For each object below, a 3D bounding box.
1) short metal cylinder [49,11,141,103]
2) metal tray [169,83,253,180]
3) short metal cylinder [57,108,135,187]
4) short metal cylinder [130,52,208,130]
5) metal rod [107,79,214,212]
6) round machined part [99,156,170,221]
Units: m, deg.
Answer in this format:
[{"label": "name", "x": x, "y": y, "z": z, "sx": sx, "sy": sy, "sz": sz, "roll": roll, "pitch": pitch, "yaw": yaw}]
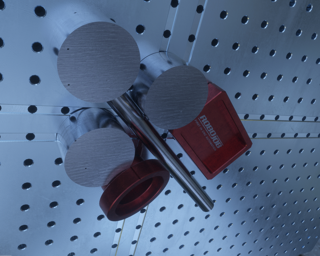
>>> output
[{"label": "short metal cylinder", "x": -0.067, "y": -0.072, "z": 0.314, "sx": 0.081, "sy": 0.050, "sz": 0.079, "roll": -14, "pitch": 124, "yaw": -21}, {"label": "metal tray", "x": 0.074, "y": 0.009, "z": 0.453, "sx": 0.090, "sy": 0.030, "sz": 0.130, "roll": -39, "pitch": 130, "yaw": -1}, {"label": "short metal cylinder", "x": -0.076, "y": 0.023, "z": 0.367, "sx": 0.081, "sy": 0.050, "sz": 0.079, "roll": -14, "pitch": 124, "yaw": -21}, {"label": "short metal cylinder", "x": 0.010, "y": -0.045, "z": 0.372, "sx": 0.081, "sy": 0.050, "sz": 0.079, "roll": -14, "pitch": 124, "yaw": -21}, {"label": "metal rod", "x": 0.011, "y": 0.043, "z": 0.444, "sx": 0.025, "sy": 0.025, "sz": 0.300, "roll": -39, "pitch": 129, "yaw": -2}, {"label": "round machined part", "x": -0.038, "y": 0.075, "z": 0.412, "sx": 0.099, "sy": 0.042, "sz": 0.098, "roll": -32, "pitch": 151, "yaw": -20}]
